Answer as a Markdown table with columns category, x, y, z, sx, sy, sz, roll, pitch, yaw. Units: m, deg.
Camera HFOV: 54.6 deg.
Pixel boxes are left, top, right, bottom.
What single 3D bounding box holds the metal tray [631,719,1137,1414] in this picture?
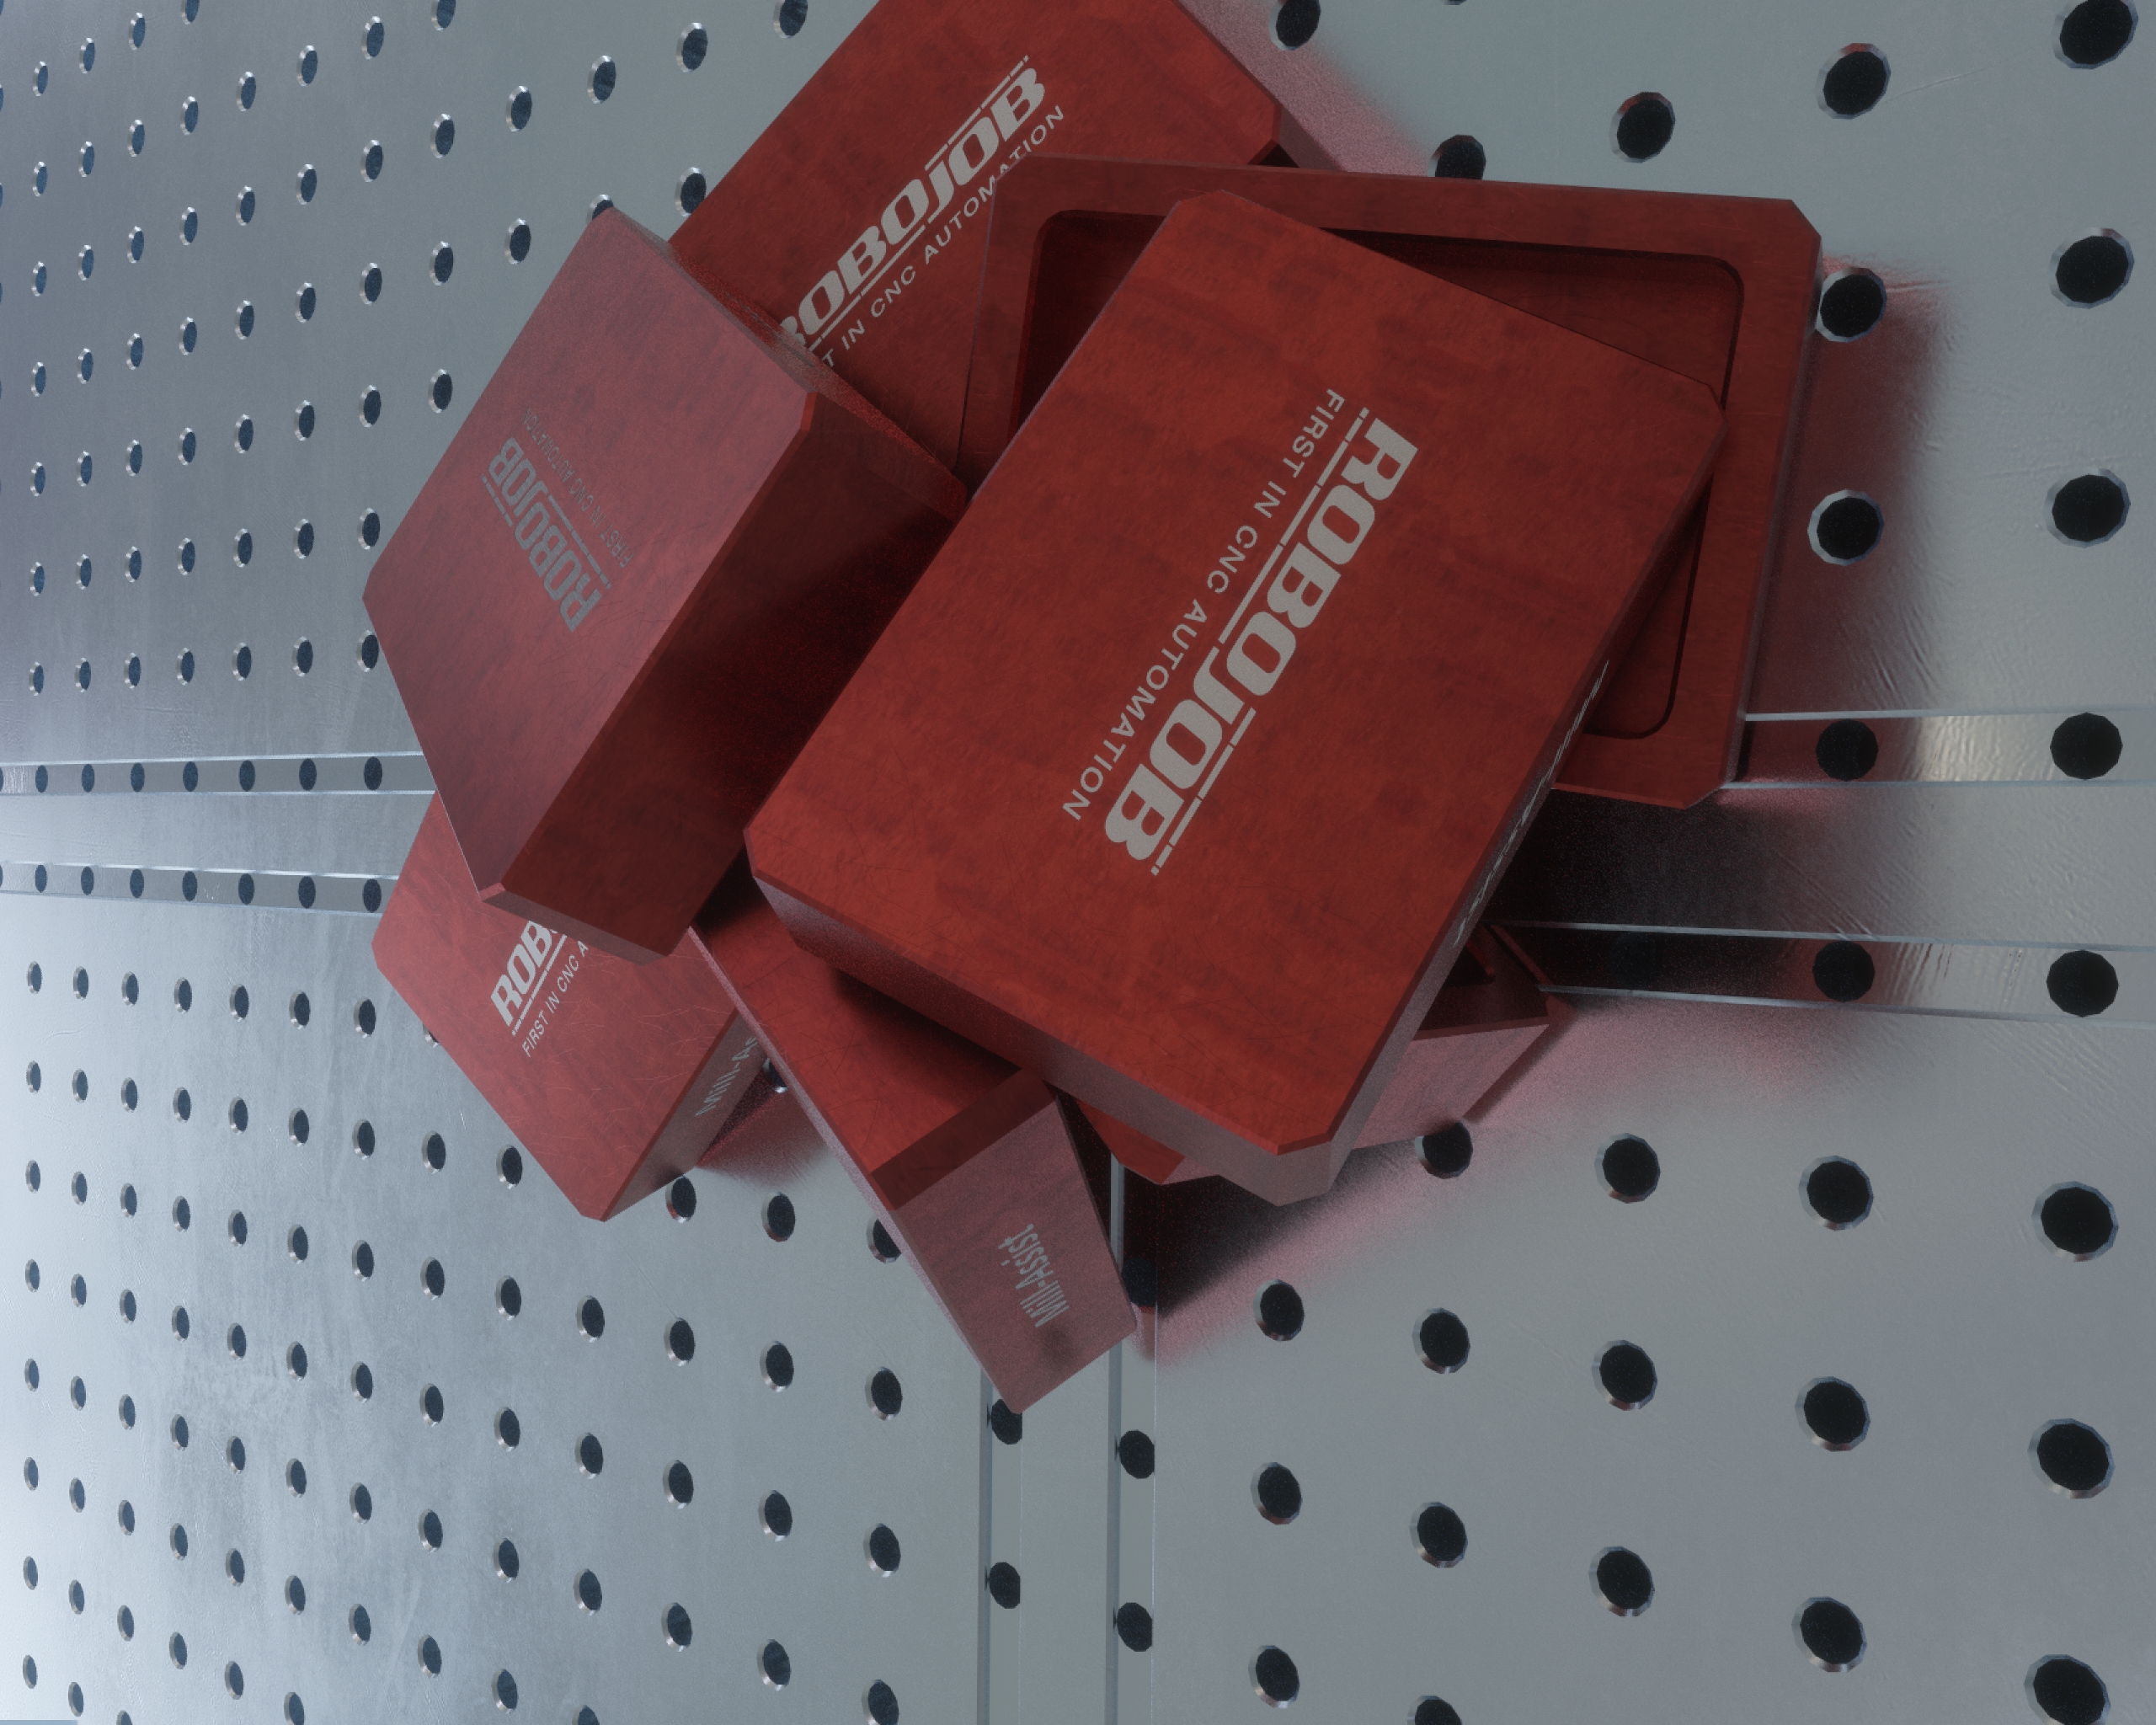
| category | x | y | z | sx | sy | sz | roll | pitch | yaw |
| --- | --- | --- | --- | --- | --- | --- | --- | --- | --- |
| metal tray | -0.033 | 0.040 | 0.377 | 0.030 | 0.130 | 0.090 | -34 | 62 | -11 |

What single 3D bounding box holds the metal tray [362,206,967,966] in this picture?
| category | x | y | z | sx | sy | sz | roll | pitch | yaw |
| --- | --- | --- | --- | --- | --- | --- | --- | --- | --- |
| metal tray | -0.077 | -0.053 | 0.356 | 0.090 | 0.030 | 0.130 | -54 | 37 | 10 |

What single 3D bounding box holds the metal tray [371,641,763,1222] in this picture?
| category | x | y | z | sx | sy | sz | roll | pitch | yaw |
| --- | --- | --- | --- | --- | --- | --- | --- | --- | --- |
| metal tray | -0.103 | 0.010 | 0.463 | 0.090 | 0.030 | 0.129 | 47 | 131 | 12 |

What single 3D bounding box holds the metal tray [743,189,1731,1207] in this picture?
| category | x | y | z | sx | sy | sz | roll | pitch | yaw |
| --- | --- | --- | --- | --- | --- | --- | --- | --- | --- |
| metal tray | 0.025 | -0.028 | 0.304 | 0.090 | 0.030 | 0.130 | 27 | 72 | 15 |

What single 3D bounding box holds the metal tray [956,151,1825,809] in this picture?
| category | x | y | z | sx | sy | sz | roll | pitch | yaw |
| --- | --- | --- | --- | --- | --- | --- | --- | --- | --- |
| metal tray | 0.046 | -0.063 | 0.340 | 0.130 | 0.030 | 0.089 | 10 | 97 | 19 |

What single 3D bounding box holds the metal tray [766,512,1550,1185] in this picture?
| category | x | y | z | sx | sy | sz | roll | pitch | yaw |
| --- | --- | --- | --- | --- | --- | --- | --- | --- | --- |
| metal tray | 0.011 | -0.008 | 0.360 | 0.130 | 0.091 | 0.030 | 52 | 121 | 28 |

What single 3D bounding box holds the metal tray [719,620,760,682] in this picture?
| category | x | y | z | sx | sy | sz | roll | pitch | yaw |
| --- | --- | --- | --- | --- | --- | --- | --- | --- | --- |
| metal tray | -0.072 | -0.049 | 0.466 | 0.090 | 0.030 | 0.129 | 46 | 117 | 30 |

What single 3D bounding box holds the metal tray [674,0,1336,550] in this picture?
| category | x | y | z | sx | sy | sz | roll | pitch | yaw |
| --- | --- | --- | --- | --- | --- | --- | --- | --- | --- |
| metal tray | -0.026 | -0.114 | 0.404 | 0.130 | 0.030 | 0.090 | -43 | 65 | 15 |
